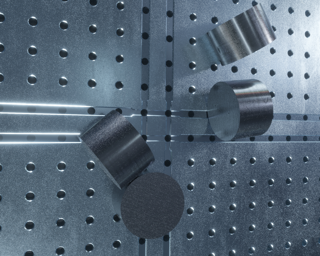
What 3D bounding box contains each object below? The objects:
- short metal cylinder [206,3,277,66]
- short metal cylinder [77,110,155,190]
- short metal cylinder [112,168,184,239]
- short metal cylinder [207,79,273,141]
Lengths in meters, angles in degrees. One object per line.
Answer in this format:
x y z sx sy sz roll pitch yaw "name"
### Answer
0.110 -0.127 0.424 0.080 0.080 0.050 -33 101 -17 "short metal cylinder"
-0.051 0.025 0.364 0.050 0.080 0.080 -39 103 -16 "short metal cylinder"
-0.016 0.093 0.393 0.081 0.050 0.079 0 90 -20 "short metal cylinder"
0.107 -0.025 0.423 0.050 0.080 0.079 -8 93 -20 "short metal cylinder"
